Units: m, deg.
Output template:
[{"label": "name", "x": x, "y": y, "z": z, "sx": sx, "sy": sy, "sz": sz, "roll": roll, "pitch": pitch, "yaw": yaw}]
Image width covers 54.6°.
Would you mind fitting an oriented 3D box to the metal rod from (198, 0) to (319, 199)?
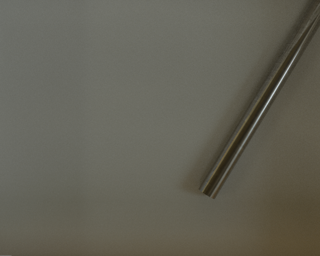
[{"label": "metal rod", "x": 0.140, "y": -0.040, "z": 0.412, "sx": 0.025, "sy": 0.025, "sz": 0.299, "roll": 31, "pitch": 90, "yaw": 0}]
